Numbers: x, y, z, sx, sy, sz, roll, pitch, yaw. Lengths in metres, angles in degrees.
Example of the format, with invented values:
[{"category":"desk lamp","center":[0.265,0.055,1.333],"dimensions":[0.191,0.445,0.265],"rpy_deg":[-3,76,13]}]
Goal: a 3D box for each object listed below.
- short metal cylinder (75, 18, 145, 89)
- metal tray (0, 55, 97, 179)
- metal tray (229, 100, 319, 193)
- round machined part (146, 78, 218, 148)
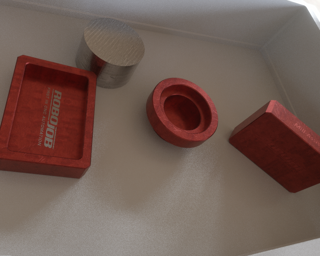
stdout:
[{"category":"short metal cylinder","center":[-0.067,-0.100,0.415],"dimensions":[0.081,0.050,0.080],"rpy_deg":[14,56,-21]},{"category":"metal tray","center":[-0.122,-0.014,0.345],"dimensions":[0.091,0.030,0.130],"rpy_deg":[11,57,-23]},{"category":"metal tray","center":[0.177,0.030,0.443],"dimensions":[0.130,0.090,0.030],"rpy_deg":[39,51,-2]},{"category":"round machined part","center":[0.026,-0.017,0.421],"dimensions":[0.099,0.042,0.098],"rpy_deg":[14,56,-21]}]
